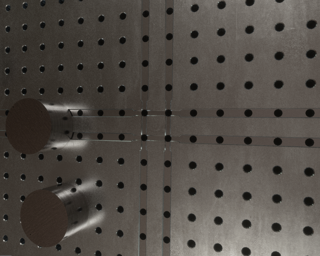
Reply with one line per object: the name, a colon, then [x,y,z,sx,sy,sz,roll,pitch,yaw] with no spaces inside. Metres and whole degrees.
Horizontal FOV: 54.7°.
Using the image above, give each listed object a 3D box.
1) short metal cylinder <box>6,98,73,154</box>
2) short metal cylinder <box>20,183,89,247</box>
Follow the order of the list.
short metal cylinder: [-0.178,-0.003,0.460,0.080,0.050,0.079,0,90,19]
short metal cylinder: [-0.153,0.125,0.451,0.080,0.050,0.079,0,90,19]
